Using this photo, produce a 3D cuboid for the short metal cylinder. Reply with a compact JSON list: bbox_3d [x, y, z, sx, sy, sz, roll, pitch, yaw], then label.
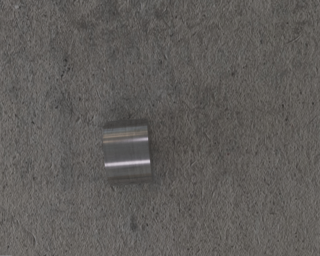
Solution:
[{"bbox_3d":[-0.037,0.029,0.382,0.050,0.080,0.080,-5,90,0],"label":"short metal cylinder"}]
